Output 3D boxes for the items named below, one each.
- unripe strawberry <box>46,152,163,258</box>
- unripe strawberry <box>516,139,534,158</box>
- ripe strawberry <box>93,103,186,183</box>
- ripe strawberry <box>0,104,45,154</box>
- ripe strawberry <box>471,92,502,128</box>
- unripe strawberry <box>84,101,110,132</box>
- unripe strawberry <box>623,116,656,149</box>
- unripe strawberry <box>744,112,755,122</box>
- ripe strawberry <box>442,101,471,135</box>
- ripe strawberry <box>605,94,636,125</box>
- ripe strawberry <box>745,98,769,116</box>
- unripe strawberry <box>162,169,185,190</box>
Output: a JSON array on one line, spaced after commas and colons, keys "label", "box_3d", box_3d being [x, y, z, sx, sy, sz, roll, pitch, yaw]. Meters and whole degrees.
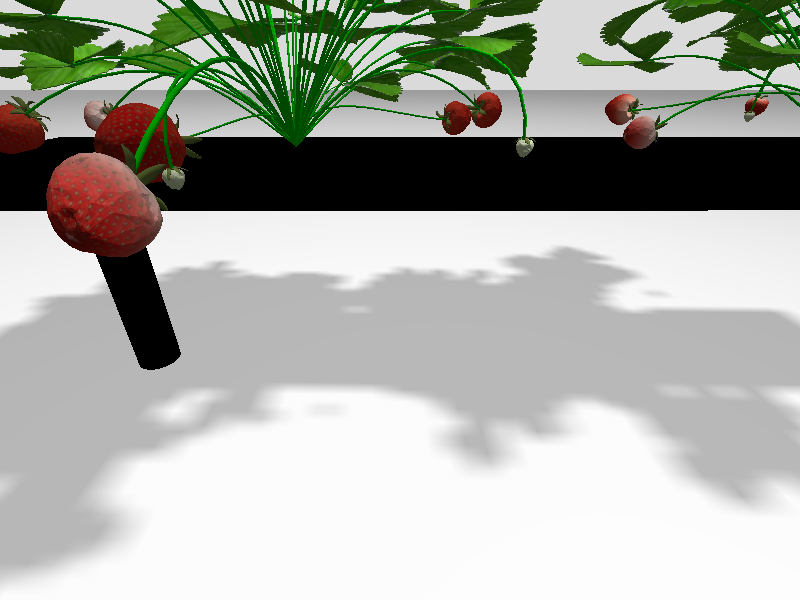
[{"label": "unripe strawberry", "box_3d": [-0.087, -0.026, 0.116, 0.026, 0.030, 0.028, 0, 41, 0]}, {"label": "unripe strawberry", "box_3d": [0.071, -0.087, 0.229, 0.010, 0.010, 0.011, 18, 34, 30]}, {"label": "ripe strawberry", "box_3d": [-0.137, -0.080, 0.209, 0.038, 0.040, 0.041, 11, 31, 19]}, {"label": "ripe strawberry", "box_3d": [-0.277, -0.121, 0.288, 0.030, 0.035, 0.035, 44, 12, -29]}, {"label": "ripe strawberry", "box_3d": [0.096, -0.205, 0.434, 0.034, 0.035, 0.031, -9, 29, -36]}, {"label": "unripe strawberry", "box_3d": [-0.288, -0.174, 0.386, 0.032, 0.031, 0.030, -3, 26, 23]}, {"label": "unripe strawberry", "box_3d": [0.183, -0.128, 0.307, 0.022, 0.023, 0.020, -13, 30, 0]}, {"label": "unripe strawberry", "box_3d": [0.437, -0.229, 0.501, 0.010, 0.011, 0.011, 10, 31, 17]}, {"label": "ripe strawberry", "box_3d": [0.056, -0.174, 0.384, 0.028, 0.030, 0.026, -13, 32, -23]}, {"label": "ripe strawberry", "box_3d": [0.266, -0.231, 0.487, 0.032, 0.034, 0.035, -14, 31, -24]}, {"label": "ripe strawberry", "box_3d": [0.479, -0.259, 0.538, 0.024, 0.022, 0.022, 13, 31, 22]}, {"label": "unripe strawberry", "box_3d": [-0.105, -0.056, 0.186, 0.009, 0.010, 0.010, 3, 29, 6]}]
